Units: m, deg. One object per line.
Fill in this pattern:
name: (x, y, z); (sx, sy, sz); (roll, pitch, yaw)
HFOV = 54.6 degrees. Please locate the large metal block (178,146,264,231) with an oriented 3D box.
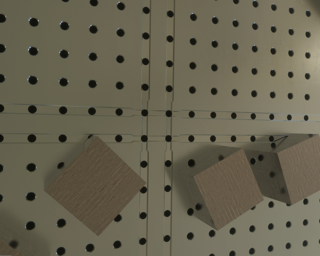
large metal block: (0.084, 0.080, 0.430); (0.080, 0.050, 0.080); (-27, 99, -18)

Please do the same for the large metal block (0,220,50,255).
large metal block: (-0.178, 0.158, 0.334); (0.080, 0.050, 0.080); (44, 76, -15)

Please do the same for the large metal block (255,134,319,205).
large metal block: (0.203, 0.059, 0.474); (0.081, 0.050, 0.080); (-20, 97, -19)

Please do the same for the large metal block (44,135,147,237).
large metal block: (-0.078, 0.065, 0.371); (0.080, 0.050, 0.080); (46, 76, -14)
